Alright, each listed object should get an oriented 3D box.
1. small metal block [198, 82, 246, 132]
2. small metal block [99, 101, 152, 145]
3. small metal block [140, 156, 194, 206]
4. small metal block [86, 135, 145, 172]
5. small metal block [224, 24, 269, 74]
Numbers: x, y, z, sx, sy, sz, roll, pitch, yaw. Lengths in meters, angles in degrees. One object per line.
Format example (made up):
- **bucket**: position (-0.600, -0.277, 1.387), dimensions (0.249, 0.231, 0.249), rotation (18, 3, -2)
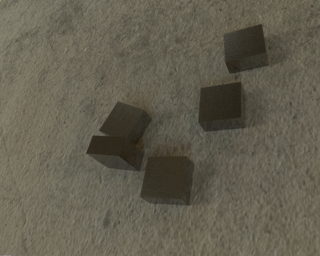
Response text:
- **small metal block**: position (0.076, -0.025, 0.379), dimensions (0.050, 0.025, 0.050), rotation (-6, 59, 24)
- **small metal block**: position (-0.048, -0.004, 0.430), dimensions (0.050, 0.025, 0.050), rotation (20, 72, 35)
- **small metal block**: position (0.009, 0.061, 0.361), dimensions (0.050, 0.025, 0.050), rotation (-4, 60, 26)
- **small metal block**: position (-0.056, 0.033, 0.396), dimensions (0.050, 0.050, 0.025), rotation (2, 63, 28)
- **small metal block**: position (0.113, -0.104, 0.408), dimensions (0.050, 0.025, 0.050), rotation (-10, 58, 22)
